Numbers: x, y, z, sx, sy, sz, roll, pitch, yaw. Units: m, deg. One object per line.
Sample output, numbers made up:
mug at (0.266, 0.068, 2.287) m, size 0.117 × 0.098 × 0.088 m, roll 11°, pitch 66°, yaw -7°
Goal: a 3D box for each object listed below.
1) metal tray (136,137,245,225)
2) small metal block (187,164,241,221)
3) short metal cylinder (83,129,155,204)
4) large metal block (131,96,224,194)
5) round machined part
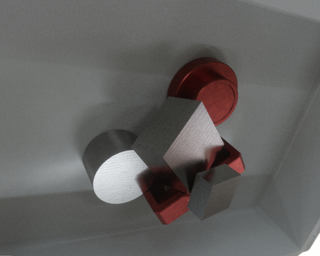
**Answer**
metal tray at (0.036, 0.058, 0.421) m, size 0.131 × 0.090 × 0.030 m, roll -33°, pitch 128°, yaw -7°
small metal block at (0.064, 0.075, 0.366) m, size 0.050 × 0.025 × 0.050 m, roll -11°, pitch 124°, yaw -39°
short metal cylinder at (-0.051, 0.048, 0.393) m, size 0.081 × 0.050 × 0.079 m, roll -14°, pitch 125°, yaw -21°
large metal block at (0.025, 0.021, 0.372) m, size 0.080 × 0.050 × 0.080 m, roll -54°, pitch 133°, yaw -22°
round machined part at (0.062, -0.040, 0.407) m, size 0.099 × 0.042 × 0.097 m, roll -14°, pitch 125°, yaw -21°
